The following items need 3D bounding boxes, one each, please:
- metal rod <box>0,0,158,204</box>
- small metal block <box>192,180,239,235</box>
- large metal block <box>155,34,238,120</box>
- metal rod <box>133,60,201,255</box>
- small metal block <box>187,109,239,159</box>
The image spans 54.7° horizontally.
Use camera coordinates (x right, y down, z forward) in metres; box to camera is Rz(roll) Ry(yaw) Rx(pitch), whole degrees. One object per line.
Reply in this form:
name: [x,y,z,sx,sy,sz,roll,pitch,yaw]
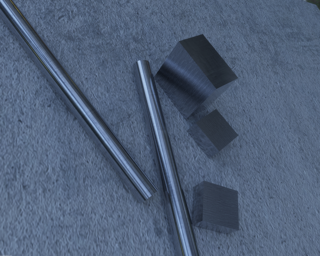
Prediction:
metal rod: [-0.104,-0.038,0.371,0.025,0.025,0.300,-32,80,-38]
small metal block: [0.068,0.099,0.382,0.050,0.025,0.050,20,54,-17]
large metal block: [0.048,-0.071,0.440,0.050,0.080,0.080,-28,78,-38]
metal rod: [0.007,0.042,0.383,0.025,0.025,0.299,0,62,-29]
small metal block: [0.075,0.008,0.442,0.050,0.025,0.050,-32,80,-38]
